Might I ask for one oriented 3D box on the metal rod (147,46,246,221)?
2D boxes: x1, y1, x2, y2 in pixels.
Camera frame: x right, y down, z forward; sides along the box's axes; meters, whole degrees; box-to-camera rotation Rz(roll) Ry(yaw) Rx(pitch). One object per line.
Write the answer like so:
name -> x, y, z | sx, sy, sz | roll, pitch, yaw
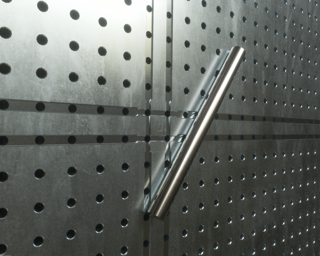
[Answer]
metal rod -> 0.062, -0.006, 0.459 | 0.025, 0.025, 0.300 | 44, 64, -31
